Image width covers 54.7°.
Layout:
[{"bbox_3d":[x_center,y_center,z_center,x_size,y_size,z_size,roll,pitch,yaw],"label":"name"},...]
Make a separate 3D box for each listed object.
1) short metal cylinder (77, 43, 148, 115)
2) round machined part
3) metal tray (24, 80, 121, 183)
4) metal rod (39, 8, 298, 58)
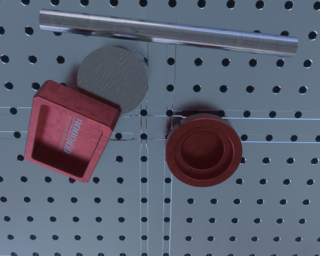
[{"bbox_3d":[-0.054,-0.061,0.377,0.081,0.050,0.079,0,110,0],"label":"short metal cylinder"},{"bbox_3d":[0.056,0.026,0.414,0.099,0.042,0.097,0,110,0],"label":"round machined part"},{"bbox_3d":[-0.113,0.011,0.384,0.090,0.030,0.129,24,135,-9],"label":"metal tray"},{"bbox_3d":[0.012,-0.113,0.371,0.302,0.025,0.025,6,110,-3],"label":"metal rod"}]
